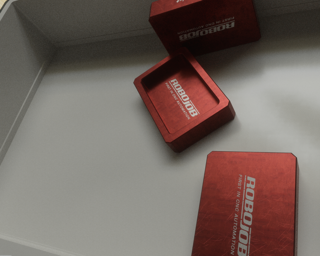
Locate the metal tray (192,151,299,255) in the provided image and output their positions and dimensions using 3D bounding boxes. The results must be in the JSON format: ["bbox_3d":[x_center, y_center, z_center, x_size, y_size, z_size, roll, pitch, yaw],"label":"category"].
[{"bbox_3d":[0.085,0.088,0.304,0.090,0.030,0.130,-1,61,27],"label":"metal tray"}]

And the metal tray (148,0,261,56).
[{"bbox_3d":[0.062,-0.144,0.419,0.130,0.090,0.030,-9,58,23],"label":"metal tray"}]

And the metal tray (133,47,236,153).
[{"bbox_3d":[0.028,-0.042,0.413,0.090,0.030,0.130,-33,51,6],"label":"metal tray"}]
